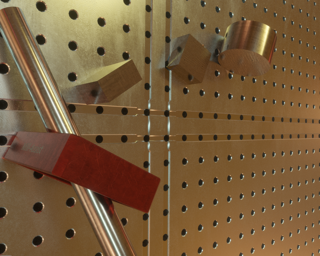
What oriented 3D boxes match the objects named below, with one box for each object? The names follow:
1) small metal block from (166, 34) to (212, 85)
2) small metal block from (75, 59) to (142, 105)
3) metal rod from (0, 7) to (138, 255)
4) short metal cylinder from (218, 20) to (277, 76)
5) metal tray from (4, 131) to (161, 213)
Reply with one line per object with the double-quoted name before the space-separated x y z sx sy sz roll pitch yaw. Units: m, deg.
"small metal block" 0.042 -0.097 0.444 0.050 0.025 0.050 31 71 -36
"small metal block" -0.057 -0.051 0.345 0.050 0.050 0.025 -41 115 -32
"metal rod" -0.072 0.033 0.275 0.025 0.025 0.299 -24 88 -37
"short metal cylinder" 0.137 -0.123 0.488 0.080 0.080 0.050 29 72 -37
"metal tray" -0.074 0.037 0.279 0.090 0.130 0.030 34 69 -35
